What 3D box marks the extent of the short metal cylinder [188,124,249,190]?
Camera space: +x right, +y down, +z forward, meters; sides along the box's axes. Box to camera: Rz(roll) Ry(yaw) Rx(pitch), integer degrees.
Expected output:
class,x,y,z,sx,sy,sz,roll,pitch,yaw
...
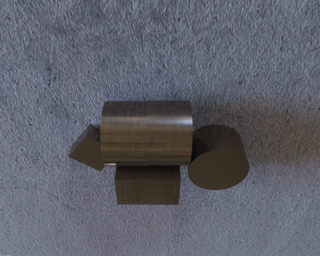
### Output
class,x,y,z,sx,sy,sz,roll,pitch,yaw
short metal cylinder,0.077,0.041,0.427,0.081,0.050,0.079,0,130,0

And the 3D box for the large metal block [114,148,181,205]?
class,x,y,z,sx,sy,sz,roll,pitch,yaw
large metal block,-0.015,0.056,0.421,0.081,0.080,0.050,1,130,-1

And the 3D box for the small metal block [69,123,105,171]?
class,x,y,z,sx,sy,sz,roll,pitch,yaw
small metal block,-0.090,0.028,0.432,0.050,0.025,0.050,30,124,-24

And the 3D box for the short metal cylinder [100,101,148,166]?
class,x,y,z,sx,sy,sz,roll,pitch,yaw
short metal cylinder,-0.040,0.007,0.379,0.050,0.080,0.079,1,130,-1

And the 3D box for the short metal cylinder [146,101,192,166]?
class,x,y,z,sx,sy,sz,roll,pitch,yaw
short metal cylinder,0.010,0.006,0.379,0.050,0.080,0.079,1,130,-1
